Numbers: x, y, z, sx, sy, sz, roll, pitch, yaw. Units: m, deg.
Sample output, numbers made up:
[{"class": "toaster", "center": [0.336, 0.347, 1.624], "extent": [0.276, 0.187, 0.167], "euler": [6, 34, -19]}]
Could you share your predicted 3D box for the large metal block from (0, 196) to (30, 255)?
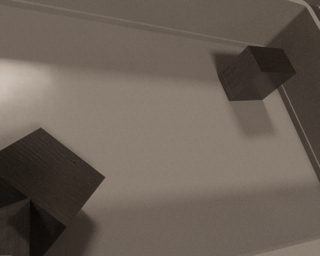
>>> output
[{"class": "large metal block", "center": [-0.145, 0.076, 0.200], "extent": [0.080, 0.080, 0.050], "euler": [0, 89, 12]}]

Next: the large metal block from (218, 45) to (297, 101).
[{"class": "large metal block", "center": [0.159, -0.088, 0.512], "extent": [0.081, 0.080, 0.050], "euler": [-5, 64, -31]}]

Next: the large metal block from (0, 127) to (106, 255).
[{"class": "large metal block", "center": [-0.108, 0.055, 0.278], "extent": [0.080, 0.050, 0.080], "euler": [39, 22, -3]}]
